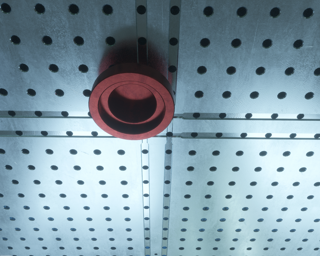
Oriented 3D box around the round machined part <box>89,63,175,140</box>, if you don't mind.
[{"bbox_3d":[-0.032,-0.035,0.370,0.099,0.042,0.097,0,130,0],"label":"round machined part"}]
